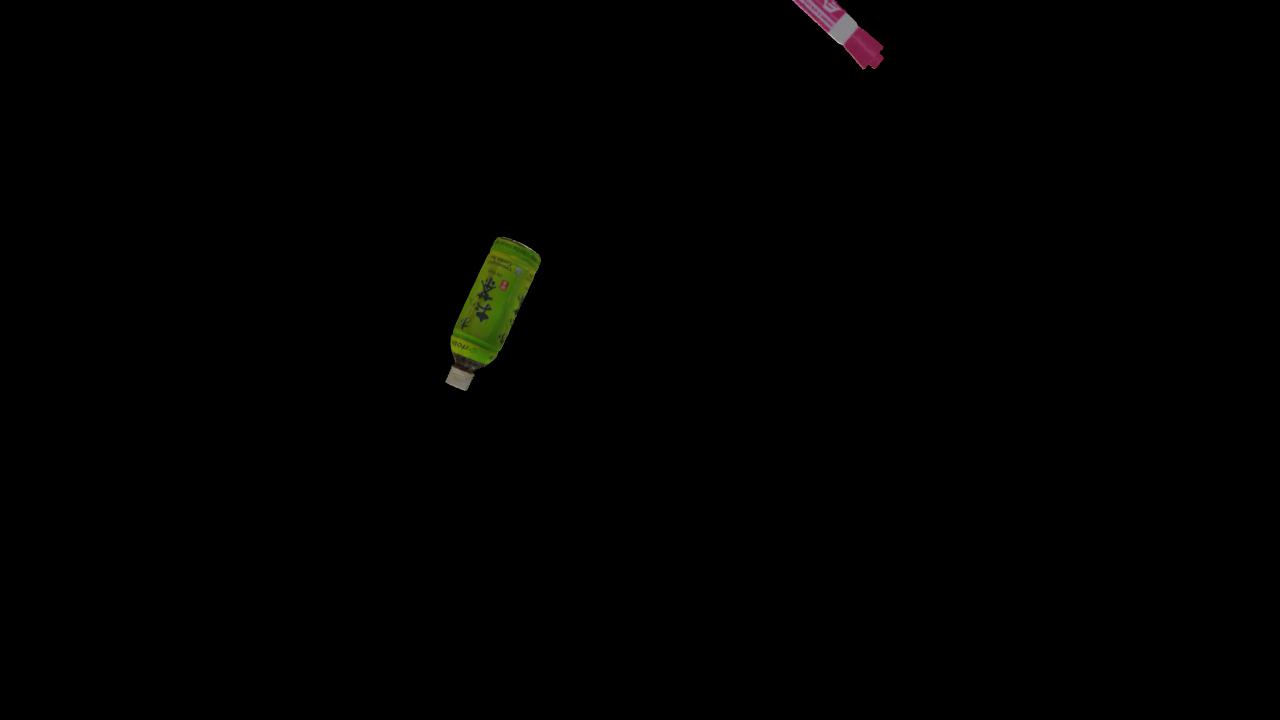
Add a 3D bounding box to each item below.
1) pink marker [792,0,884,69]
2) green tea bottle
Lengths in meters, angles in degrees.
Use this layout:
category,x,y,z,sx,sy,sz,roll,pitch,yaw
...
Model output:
category,x,y,z,sx,sy,sz,roll,pitch,yaw
pink marker,0.125,-0.251,0.433,0.121,0.020,0.020,41,-4,-4
green tea bottle,-0.207,-0.060,0.840,0.073,0.212,0.073,23,-5,2
